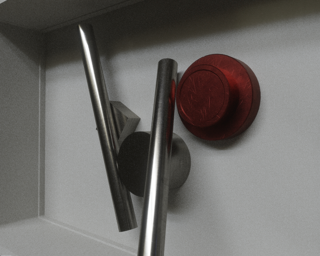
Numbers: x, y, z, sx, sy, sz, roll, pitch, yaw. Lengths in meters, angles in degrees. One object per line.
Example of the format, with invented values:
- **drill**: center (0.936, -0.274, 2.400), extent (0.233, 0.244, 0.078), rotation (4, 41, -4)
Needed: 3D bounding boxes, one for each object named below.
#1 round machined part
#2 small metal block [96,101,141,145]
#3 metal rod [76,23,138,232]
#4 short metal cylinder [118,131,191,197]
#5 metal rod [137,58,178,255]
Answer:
- **round machined part**: center (0.057, -0.035, 0.347), extent (0.098, 0.042, 0.097), rotation (0, 90, 39)
- **small metal block**: center (-0.062, -0.006, 0.456), extent (0.050, 0.025, 0.050), rotation (39, 114, 32)
- **metal rod**: center (-0.078, -0.009, 0.435), extent (0.025, 0.025, 0.299), rotation (-23, 76, 37)
- **short metal cylinder**: center (-0.008, 0.044, 0.395), extent (0.080, 0.050, 0.079), rotation (0, 90, 39)
- **metal rod**: center (-0.003, 0.053, 0.325), extent (0.025, 0.025, 0.299), rotation (-17, 56, 38)
